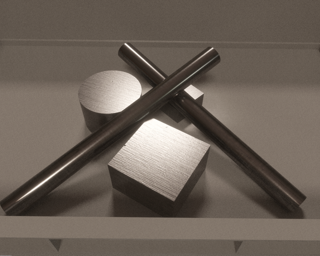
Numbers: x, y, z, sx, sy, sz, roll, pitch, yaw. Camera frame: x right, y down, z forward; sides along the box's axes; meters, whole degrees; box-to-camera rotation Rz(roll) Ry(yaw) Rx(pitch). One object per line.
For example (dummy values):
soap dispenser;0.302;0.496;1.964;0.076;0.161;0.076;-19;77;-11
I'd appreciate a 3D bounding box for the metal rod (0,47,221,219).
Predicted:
metal rod;-0.047;-0.003;0.364;0.301;0.025;0.025;-38;59;-13

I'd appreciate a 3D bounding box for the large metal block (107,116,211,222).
large metal block;0.000;0.044;0.352;0.080;0.050;0.080;26;54;19

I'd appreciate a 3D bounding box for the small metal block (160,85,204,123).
small metal block;0.026;-0.041;0.440;0.050;0.025;0.050;-35;59;-26

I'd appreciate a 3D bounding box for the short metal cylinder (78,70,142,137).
short metal cylinder;-0.064;-0.032;0.415;0.081;0.050;0.080;0;50;0

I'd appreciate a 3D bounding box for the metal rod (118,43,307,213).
metal rod;0.050;-0.014;0.390;0.025;0.025;0.300;-35;67;-26
